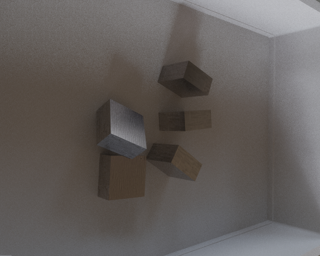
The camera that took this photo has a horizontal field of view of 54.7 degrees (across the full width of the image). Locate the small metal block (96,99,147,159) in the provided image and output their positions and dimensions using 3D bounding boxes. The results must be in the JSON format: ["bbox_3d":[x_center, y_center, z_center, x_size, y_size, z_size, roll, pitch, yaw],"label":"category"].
[{"bbox_3d":[-0.044,0.002,0.356,0.050,0.025,0.050,27,39,-37],"label":"small metal block"}]

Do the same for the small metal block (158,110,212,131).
[{"bbox_3d":[0.034,-0.011,0.421,0.050,0.050,0.025,-6,94,-40],"label":"small metal block"}]

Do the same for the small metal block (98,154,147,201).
[{"bbox_3d":[-0.045,0.057,0.371,0.050,0.025,0.050,4,87,-40],"label":"small metal block"}]

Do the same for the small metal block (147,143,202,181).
[{"bbox_3d":[0.018,0.045,0.408,0.050,0.050,0.025,40,65,-33],"label":"small metal block"}]

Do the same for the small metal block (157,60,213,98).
[{"bbox_3d":[0.034,-0.065,0.421,0.050,0.050,0.025,27,73,-37],"label":"small metal block"}]
